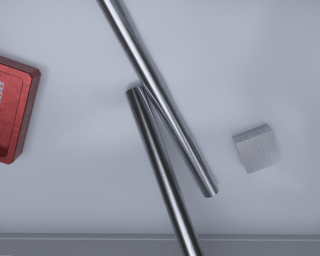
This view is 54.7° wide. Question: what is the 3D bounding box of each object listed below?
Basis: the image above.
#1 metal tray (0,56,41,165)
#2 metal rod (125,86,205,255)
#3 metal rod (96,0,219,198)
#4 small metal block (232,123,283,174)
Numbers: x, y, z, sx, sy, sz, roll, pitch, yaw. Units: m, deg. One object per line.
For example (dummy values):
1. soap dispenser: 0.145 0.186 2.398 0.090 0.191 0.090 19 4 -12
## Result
1. metal tray: -0.215 -0.026 0.395 0.091 0.030 0.129 19 109 -8
2. metal rod: 0.018 0.091 0.378 0.025 0.025 0.299 -21 83 7
3. metal rod: 0.004 -0.032 0.399 0.025 0.025 0.299 -26 108 9
4. small metal block: 0.133 0.029 0.424 0.050 0.025 0.050 -22 109 7
